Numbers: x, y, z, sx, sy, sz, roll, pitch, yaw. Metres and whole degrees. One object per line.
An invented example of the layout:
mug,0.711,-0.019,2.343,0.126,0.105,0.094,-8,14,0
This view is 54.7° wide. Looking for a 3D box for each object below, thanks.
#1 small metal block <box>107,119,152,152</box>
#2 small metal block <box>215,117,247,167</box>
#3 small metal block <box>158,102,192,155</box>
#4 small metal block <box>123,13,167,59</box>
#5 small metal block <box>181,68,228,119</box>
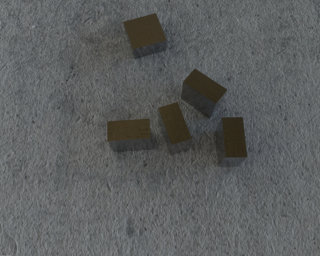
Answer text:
small metal block,-0.037,0.010,0.391,0.050,0.050,0.025,-4,70,-2
small metal block,0.088,0.019,0.388,0.025,0.050,0.050,-1,70,0
small metal block,0.018,0.002,0.394,0.025,0.050,0.050,-18,71,-6
small metal block,-0.022,-0.136,0.457,0.050,0.025,0.050,-17,71,-6
small metal block,0.057,-0.045,0.411,0.050,0.050,0.025,36,74,12
